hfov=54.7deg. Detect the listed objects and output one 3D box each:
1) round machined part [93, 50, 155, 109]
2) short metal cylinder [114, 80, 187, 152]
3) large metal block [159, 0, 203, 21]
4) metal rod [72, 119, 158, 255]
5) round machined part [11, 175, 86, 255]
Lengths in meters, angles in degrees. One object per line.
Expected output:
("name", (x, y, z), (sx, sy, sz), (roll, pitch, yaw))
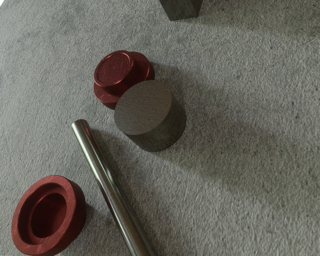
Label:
("round machined part", (-0.061, -0.080, 0.474), (0.098, 0.042, 0.098), (-13, 56, 21))
("short metal cylinder", (-0.012, -0.015, 0.404), (0.080, 0.050, 0.080), (-13, 56, 21))
("large metal block", (0.033, -0.233, 0.494), (0.050, 0.080, 0.080), (3, 63, 29))
("metal rod", (-0.051, 0.090, 0.375), (0.025, 0.025, 0.300), (-39, 51, 2))
("round machined part", (-0.135, 0.113, 0.395), (0.098, 0.042, 0.098), (-13, 56, 21))
